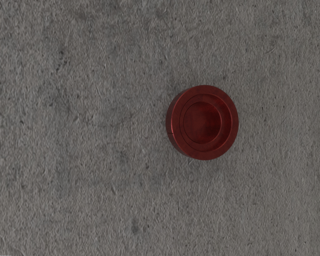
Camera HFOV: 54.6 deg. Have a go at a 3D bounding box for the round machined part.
[{"bbox_3d":[0.053,-0.007,0.419,0.099,0.042,0.097,0,90,-20],"label":"round machined part"}]
